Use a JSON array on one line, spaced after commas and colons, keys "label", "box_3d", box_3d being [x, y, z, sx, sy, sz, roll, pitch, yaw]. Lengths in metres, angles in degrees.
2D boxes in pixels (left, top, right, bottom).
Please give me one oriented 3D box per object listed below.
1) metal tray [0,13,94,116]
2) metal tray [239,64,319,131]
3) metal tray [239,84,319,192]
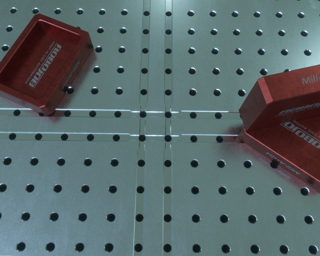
[{"label": "metal tray", "box_3d": [-0.166, -0.092, 0.440, 0.090, 0.030, 0.130, 23, 71, 8]}, {"label": "metal tray", "box_3d": [0.168, -0.038, 0.360, 0.131, 0.090, 0.030, -13, 71, -5]}, {"label": "metal tray", "box_3d": [0.184, 0.011, 0.407, 0.130, 0.030, 0.090, 35, 73, 11]}]
